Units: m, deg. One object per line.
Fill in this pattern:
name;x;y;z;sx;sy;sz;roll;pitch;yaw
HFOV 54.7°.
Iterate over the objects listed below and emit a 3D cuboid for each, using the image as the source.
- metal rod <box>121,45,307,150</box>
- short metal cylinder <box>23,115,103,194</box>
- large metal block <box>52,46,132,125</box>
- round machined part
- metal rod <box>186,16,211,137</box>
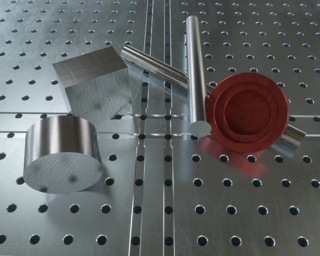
metal rod;0.062;-0.054;0.453;0.300;0.025;0.025;31;56;23
short metal cylinder;-0.107;0.031;0.344;0.081;0.080;0.050;-10;51;-9
large metal block;-0.087;-0.052;0.415;0.081;0.080;0.050;-23;54;-18
round machined part;0.112;-0.019;0.391;0.098;0.097;0.042;31;15;23
metal rod;0.053;-0.098;0.461;0.025;0.025;0.300;2;41;2
